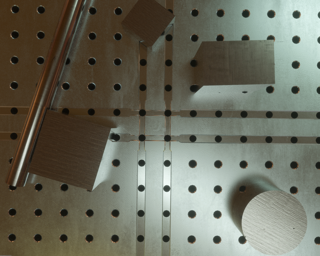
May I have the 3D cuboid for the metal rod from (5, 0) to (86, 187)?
[{"bbox_3d":[-0.145,-0.068,0.411,0.025,0.025,0.298,18,90,-1],"label":"metal rod"}]

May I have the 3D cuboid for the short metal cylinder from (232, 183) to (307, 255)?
[{"bbox_3d":[0.140,0.116,0.403,0.081,0.050,0.079,0,90,-1],"label":"short metal cylinder"}]

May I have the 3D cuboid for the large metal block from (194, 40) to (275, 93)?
[{"bbox_3d":[0.088,-0.074,0.387,0.081,0.080,0.050,-2,90,-1],"label":"large metal block"}]

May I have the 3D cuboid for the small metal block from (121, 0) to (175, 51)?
[{"bbox_3d":[-0.015,-0.141,0.413,0.050,0.025,0.050,37,90,-1],"label":"small metal block"}]

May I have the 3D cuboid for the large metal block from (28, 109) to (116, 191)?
[{"bbox_3d":[-0.110,0.027,0.399,0.080,0.050,0.080,17,90,-1],"label":"large metal block"}]
